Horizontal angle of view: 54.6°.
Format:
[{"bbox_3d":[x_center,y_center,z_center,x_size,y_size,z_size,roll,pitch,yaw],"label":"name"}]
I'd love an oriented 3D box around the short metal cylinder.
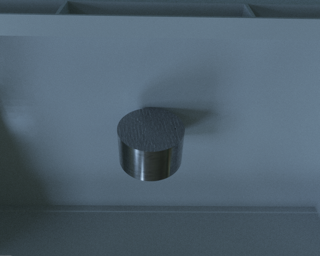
[{"bbox_3d":[-0.011,0.019,0.385,0.080,0.080,0.050,1,130,-1],"label":"short metal cylinder"}]
